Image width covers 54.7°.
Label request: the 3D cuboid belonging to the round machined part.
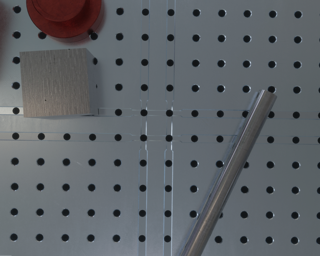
[{"bbox_3d":[-0.126,-0.166,0.404,0.099,0.042,0.097,0,90,0],"label":"round machined part"}]

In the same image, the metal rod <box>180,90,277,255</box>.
[{"bbox_3d":[0.080,0.089,0.414,0.025,0.025,0.299,26,90,0],"label":"metal rod"}]

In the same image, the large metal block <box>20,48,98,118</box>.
[{"bbox_3d":[-0.127,-0.055,0.400,0.081,0.050,0.079,-4,90,0],"label":"large metal block"}]
